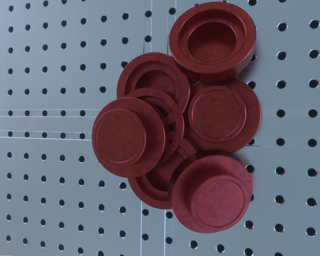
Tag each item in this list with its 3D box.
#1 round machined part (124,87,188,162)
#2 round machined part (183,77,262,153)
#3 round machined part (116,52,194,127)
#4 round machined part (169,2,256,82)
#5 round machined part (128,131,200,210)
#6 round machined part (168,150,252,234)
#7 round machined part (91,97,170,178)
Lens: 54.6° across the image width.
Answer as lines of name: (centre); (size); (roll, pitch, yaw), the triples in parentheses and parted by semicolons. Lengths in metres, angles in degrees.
round machined part: (-0.010, -0.002, 0.407); (0.098, 0.042, 0.097); (0, 90, 20)
round machined part: (0.072, -0.016, 0.378); (0.098, 0.042, 0.097); (0, 90, 20)
round machined part: (-0.004, -0.046, 0.405); (0.098, 0.042, 0.097); (0, 90, 20)
round machined part: (0.062, -0.097, 0.370); (0.098, 0.042, 0.098); (-4, 68, 11)
round machined part: (0.010, 0.051, 0.400); (0.098, 0.042, 0.097); (0, 90, 20)
round machined part: (0.062, 0.078, 0.356); (0.099, 0.042, 0.097); (-3, 103, -12)
round machined part: (-0.041, 0.012, 0.373); (0.098, 0.042, 0.097); (0, 90, 20)
